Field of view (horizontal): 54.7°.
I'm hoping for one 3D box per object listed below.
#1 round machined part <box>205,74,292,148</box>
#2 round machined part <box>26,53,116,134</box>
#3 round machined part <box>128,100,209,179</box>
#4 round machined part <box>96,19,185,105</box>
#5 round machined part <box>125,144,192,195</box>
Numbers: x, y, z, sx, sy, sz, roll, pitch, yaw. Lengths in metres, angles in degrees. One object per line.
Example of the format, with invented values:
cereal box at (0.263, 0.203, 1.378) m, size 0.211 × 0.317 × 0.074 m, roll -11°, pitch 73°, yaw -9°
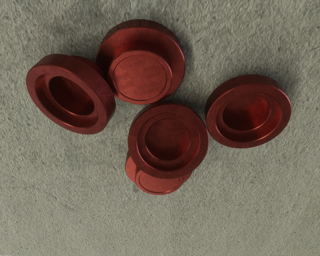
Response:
round machined part at (0.104, -0.024, 0.379) m, size 0.099 × 0.042 × 0.097 m, roll -1°, pitch 130°, yaw 0°
round machined part at (-0.094, -0.041, 0.347) m, size 0.098 × 0.042 × 0.097 m, roll 15°, pitch 139°, yaw 14°
round machined part at (0.009, 0.012, 0.394) m, size 0.099 × 0.042 × 0.097 m, roll -1°, pitch 107°, yaw -3°
round machined part at (-0.021, -0.065, 0.341) m, size 0.099 × 0.042 × 0.097 m, roll -1°, pitch 130°, yaw 0°
round machined part at (-0.001, 0.060, 0.448) m, size 0.099 × 0.042 × 0.097 m, roll -1°, pitch 130°, yaw 0°
